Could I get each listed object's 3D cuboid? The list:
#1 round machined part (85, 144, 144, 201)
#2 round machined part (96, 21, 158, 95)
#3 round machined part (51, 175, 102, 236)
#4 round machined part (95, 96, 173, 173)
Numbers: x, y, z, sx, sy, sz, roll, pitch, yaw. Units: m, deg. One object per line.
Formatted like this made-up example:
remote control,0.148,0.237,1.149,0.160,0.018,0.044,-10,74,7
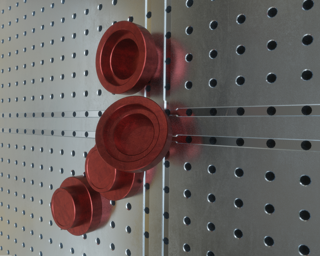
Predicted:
round machined part,-0.073,0.058,0.456,0.098,0.042,0.097,0,90,39
round machined part,-0.042,-0.094,0.431,0.098,0.042,0.097,0,90,39
round machined part,-0.144,0.130,0.514,0.098,0.042,0.097,0,90,39
round machined part,-0.031,0.010,0.406,0.098,0.042,0.098,-5,73,16
